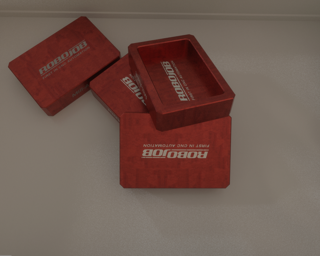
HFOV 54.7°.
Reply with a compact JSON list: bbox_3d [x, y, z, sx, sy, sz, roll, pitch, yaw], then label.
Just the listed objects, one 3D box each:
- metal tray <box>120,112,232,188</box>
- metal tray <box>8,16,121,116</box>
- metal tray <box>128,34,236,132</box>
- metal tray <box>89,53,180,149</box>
[{"bbox_3d":[0.018,0.026,0.378,0.131,0.030,0.089,0,94,-2],"label":"metal tray"},{"bbox_3d":[-0.131,-0.090,0.439,0.130,0.030,0.090,-39,75,-13],"label":"metal tray"},{"bbox_3d":[0.021,-0.061,0.376,0.091,0.030,0.130,-13,51,-13],"label":"metal tray"},{"bbox_3d":[-0.020,-0.038,0.420,0.090,0.030,0.130,-41,75,-14],"label":"metal tray"}]
